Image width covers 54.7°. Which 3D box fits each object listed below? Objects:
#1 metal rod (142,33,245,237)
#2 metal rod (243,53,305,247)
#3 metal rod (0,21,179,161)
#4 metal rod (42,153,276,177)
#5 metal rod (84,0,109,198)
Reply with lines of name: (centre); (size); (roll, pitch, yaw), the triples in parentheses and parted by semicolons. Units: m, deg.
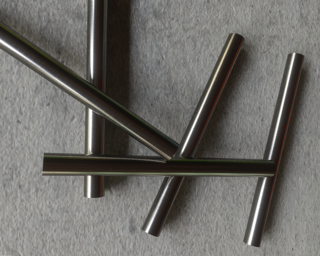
metal rod: (0.050, 0.003, 0.428); (0.025, 0.025, 0.299); (28, 81, -18)
metal rod: (0.176, 0.030, 0.476); (0.025, 0.025, 0.299); (17, 84, -20)
metal rod: (-0.107, -0.055, 0.348); (0.301, 0.025, 0.025); (35, 79, -9)
metal rod: (0.015, 0.048, 0.387); (0.302, 0.025, 0.025); (4, 89, -20)
metal rod: (-0.078, -0.066, 0.380); (0.025, 0.025, 0.298); (1, 90, -20)
